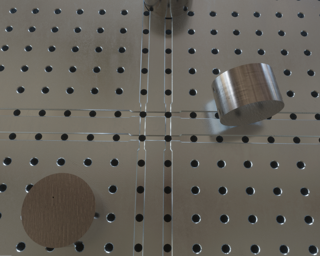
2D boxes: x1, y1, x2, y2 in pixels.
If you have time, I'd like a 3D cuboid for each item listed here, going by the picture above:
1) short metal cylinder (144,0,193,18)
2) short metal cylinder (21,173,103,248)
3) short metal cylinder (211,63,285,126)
[{"bbox_3d":[0.014,-0.220,0.479,0.081,0.050,0.080,0,70,0],"label":"short metal cylinder"},{"bbox_3d":[-0.111,0.097,0.362,0.081,0.050,0.080,0,70,0],"label":"short metal cylinder"},{"bbox_3d":[0.111,-0.040,0.399,0.081,0.080,0.050,-9,71,-4],"label":"short metal cylinder"}]
